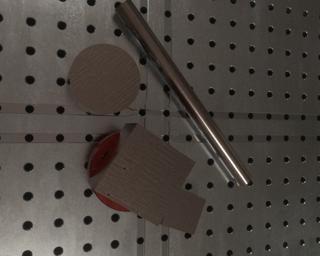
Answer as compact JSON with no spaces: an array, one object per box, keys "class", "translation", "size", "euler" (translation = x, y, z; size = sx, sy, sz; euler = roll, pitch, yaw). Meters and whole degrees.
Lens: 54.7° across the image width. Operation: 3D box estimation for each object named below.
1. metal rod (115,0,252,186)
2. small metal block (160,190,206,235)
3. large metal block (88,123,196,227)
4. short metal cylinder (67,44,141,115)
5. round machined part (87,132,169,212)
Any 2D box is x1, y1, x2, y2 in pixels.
[{"class":"metal rod","translation":[0.039,-0.040,0.428],"size":[0.025,0.025,0.299],"euler":[-40,103,-16]},{"class":"small metal block","translation":[0.028,0.112,0.425],"size":[0.050,0.025,0.050],"euler":[23,82,-19]},{"class":"large metal block","translation":[-0.021,0.050,0.348],"size":[0.080,0.050,0.080],"euler":[35,79,-17]},{"class":"short metal cylinder","translation":[-0.069,-0.056,0.374],"size":[0.081,0.050,0.079],"euler":[0,90,-21]},{"class":"round machined part","translation":[-0.041,0.051,0.389],"size":[0.099,0.042,0.097],"euler":[0,90,-21]}]
